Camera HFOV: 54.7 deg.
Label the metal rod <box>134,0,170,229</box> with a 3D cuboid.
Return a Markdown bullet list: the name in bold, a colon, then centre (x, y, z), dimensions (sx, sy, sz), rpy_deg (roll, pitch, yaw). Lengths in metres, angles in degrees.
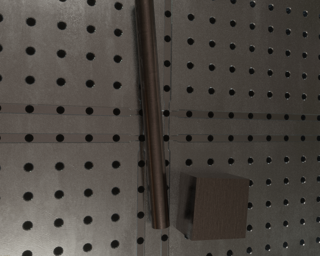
- **metal rod**: centre (-0.010, -0.018, 0.409), dimensions (0.025, 0.025, 0.298), rpy_deg (-5, 92, -20)

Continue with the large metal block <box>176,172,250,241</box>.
- **large metal block**: centre (0.072, 0.105, 0.428), dimensions (0.081, 0.050, 0.080), rpy_deg (5, 88, -20)
